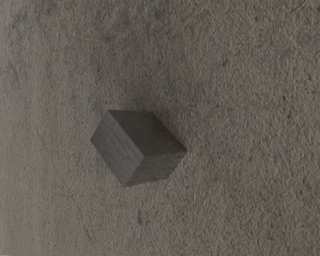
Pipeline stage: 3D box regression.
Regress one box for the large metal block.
[{"bbox_3d":[-0.026,0.023,0.391,0.080,0.081,0.050,49,119,29],"label":"large metal block"}]
